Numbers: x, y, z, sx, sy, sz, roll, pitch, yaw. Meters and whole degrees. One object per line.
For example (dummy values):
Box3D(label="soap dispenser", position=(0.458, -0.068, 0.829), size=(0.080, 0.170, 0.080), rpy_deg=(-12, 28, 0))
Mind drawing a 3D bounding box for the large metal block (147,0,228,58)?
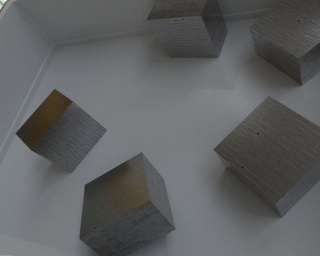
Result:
Box3D(label="large metal block", position=(0.041, -0.144, 0.438), size=(0.080, 0.080, 0.050), rpy_deg=(8, 66, 31))

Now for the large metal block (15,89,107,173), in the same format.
Box3D(label="large metal block", position=(-0.137, 0.005, 0.439), size=(0.050, 0.080, 0.080), rpy_deg=(31, 79, 38))

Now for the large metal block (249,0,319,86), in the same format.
Box3D(label="large metal block", position=(0.169, -0.111, 0.369), size=(0.080, 0.050, 0.080), rpy_deg=(-39, 51, 2))

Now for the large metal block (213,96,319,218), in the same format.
Box3D(label="large metal block", position=(0.116, 0.027, 0.312), size=(0.080, 0.050, 0.080), rpy_deg=(-44, 51, -2))

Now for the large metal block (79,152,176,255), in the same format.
Box3D(label="large metal block", position=(-0.037, 0.085, 0.340), size=(0.080, 0.050, 0.080), rpy_deg=(-30, 30, 8))
